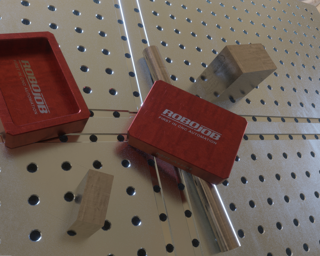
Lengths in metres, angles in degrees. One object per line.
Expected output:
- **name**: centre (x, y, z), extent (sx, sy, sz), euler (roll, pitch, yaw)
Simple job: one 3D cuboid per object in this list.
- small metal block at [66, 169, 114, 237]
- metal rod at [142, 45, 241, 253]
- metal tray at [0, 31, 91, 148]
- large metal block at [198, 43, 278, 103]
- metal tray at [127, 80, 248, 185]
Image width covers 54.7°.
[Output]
- **small metal block**: centre (-0.070, 0.076, 0.309), extent (0.025, 0.050, 0.050), euler (19, 54, -18)
- **metal rod**: centre (0.035, 0.013, 0.420), extent (0.025, 0.025, 0.299), euler (-7, 65, -32)
- **metal tray**: centre (-0.148, -0.050, 0.355), extent (0.091, 0.030, 0.130), euler (-17, 71, -35)
- **large metal block**: centre (0.122, -0.087, 0.494), extent (0.081, 0.080, 0.050), euler (-13, 69, -34)
- **metal tray**: centre (0.035, 0.004, 0.393), extent (0.131, 0.030, 0.090), euler (25, 64, 3)
